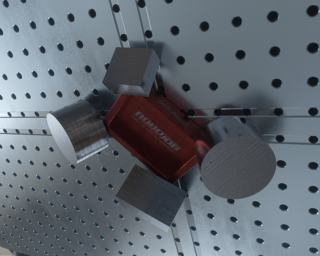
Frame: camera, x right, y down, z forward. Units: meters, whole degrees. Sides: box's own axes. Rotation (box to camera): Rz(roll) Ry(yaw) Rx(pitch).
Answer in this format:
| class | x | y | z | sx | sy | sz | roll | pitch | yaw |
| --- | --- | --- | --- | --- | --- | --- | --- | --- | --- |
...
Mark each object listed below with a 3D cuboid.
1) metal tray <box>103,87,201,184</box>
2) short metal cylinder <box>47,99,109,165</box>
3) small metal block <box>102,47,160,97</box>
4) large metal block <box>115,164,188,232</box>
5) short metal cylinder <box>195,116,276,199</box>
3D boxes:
| class | x | y | z | sx | sy | sz | roll | pitch | yaw |
| --- | --- | --- | --- | --- | --- | --- | --- | --- | --- |
| metal tray | -0.006 | 0.007 | 0.415 | 0.130 | 0.030 | 0.090 | 41 | 129 | -1 |
| short metal cylinder | -0.117 | 0.005 | 0.441 | 0.080 | 0.050 | 0.079 | 37 | 143 | 35 |
| small metal block | -0.033 | -0.067 | 0.368 | 0.050 | 0.050 | 0.025 | 9 | 160 | 23 |
| large metal block | -0.011 | 0.103 | 0.442 | 0.080 | 0.050 | 0.080 | 27 | 158 | 10 |
| short metal cylinder | 0.083 | 0.033 | 0.352 | 0.081 | 0.050 | 0.079 | -1 | 116 | -1 |
